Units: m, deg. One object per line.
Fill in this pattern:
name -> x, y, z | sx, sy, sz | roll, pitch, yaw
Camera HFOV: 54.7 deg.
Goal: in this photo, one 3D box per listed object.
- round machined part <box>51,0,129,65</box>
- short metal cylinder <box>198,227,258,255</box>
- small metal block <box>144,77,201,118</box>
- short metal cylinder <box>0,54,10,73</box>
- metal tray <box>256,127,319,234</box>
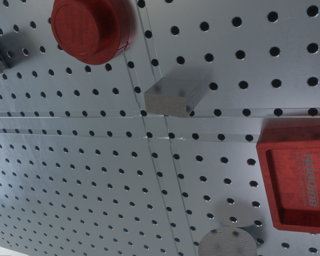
round machined part -> -0.090, -0.122, 0.372 | 0.098, 0.042, 0.097 | 13, 124, 21
short metal cylinder -> 0.099, 0.188, 0.440 | 0.080, 0.080, 0.050 | -1, 118, 28
small metal block -> 0.016, -0.037, 0.364 | 0.050, 0.050, 0.025 | 9, 122, 23
short metal cylinder -> -0.278, -0.094, 0.464 | 0.080, 0.080, 0.050 | -14, 111, 34
metal tray -> 0.170, 0.063, 0.357 | 0.090, 0.030, 0.129 | -5, 116, 30
